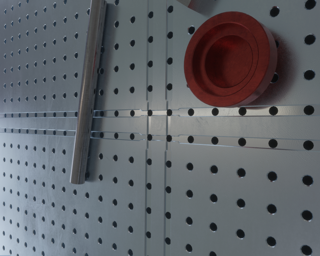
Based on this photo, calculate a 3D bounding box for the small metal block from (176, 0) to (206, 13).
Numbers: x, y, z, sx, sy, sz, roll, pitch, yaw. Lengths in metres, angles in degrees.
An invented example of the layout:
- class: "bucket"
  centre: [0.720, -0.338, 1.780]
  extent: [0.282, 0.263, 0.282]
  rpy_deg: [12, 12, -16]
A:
- class: "small metal block"
  centre: [0.037, -0.178, 0.379]
  extent: [0.050, 0.025, 0.050]
  rpy_deg: [45, 117, 30]

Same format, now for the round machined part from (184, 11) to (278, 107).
- class: "round machined part"
  centre: [0.078, -0.070, 0.334]
  extent: [0.098, 0.042, 0.097]
  rpy_deg: [0, 90, 40]

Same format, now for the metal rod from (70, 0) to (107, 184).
- class: "metal rod"
  centre: [-0.118, -0.055, 0.506]
  extent: [0.025, 0.025, 0.298]
  rpy_deg: [14, 99, 39]
